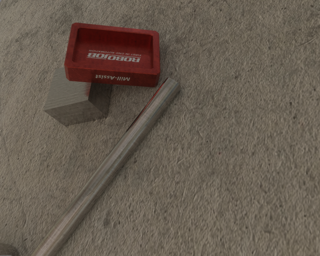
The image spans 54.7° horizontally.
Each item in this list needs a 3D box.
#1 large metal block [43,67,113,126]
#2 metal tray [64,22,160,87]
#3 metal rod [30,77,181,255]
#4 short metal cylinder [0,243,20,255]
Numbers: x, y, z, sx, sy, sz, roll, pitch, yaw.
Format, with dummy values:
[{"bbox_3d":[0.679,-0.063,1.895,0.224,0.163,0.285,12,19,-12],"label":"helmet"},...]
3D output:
[{"bbox_3d":[-0.124,-0.055,0.485,0.080,0.050,0.080,-10,57,22],"label":"large metal block"},{"bbox_3d":[-0.067,-0.108,0.458,0.131,0.030,0.090,3,58,-8],"label":"metal tray"},{"bbox_3d":[-0.069,0.056,0.403,0.025,0.025,0.300,29,77,37],"label":"metal rod"},{"bbox_3d":[-0.226,0.185,0.391,0.080,0.050,0.080,-13,56,20],"label":"short metal cylinder"}]
